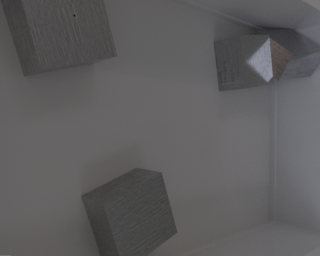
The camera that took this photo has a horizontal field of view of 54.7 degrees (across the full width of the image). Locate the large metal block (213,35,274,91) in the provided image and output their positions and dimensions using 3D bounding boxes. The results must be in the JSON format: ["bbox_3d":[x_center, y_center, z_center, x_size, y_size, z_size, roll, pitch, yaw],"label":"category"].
[{"bbox_3d":[0.137,-0.106,0.504,0.081,0.050,0.079,-14,99,-39],"label":"large metal block"}]

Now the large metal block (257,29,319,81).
[{"bbox_3d":[0.215,-0.128,0.532,0.081,0.080,0.050,-11,136,-27],"label":"large metal block"}]

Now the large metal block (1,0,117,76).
[{"bbox_3d":[-0.099,-0.101,0.307,0.081,0.050,0.080,-21,104,-38],"label":"large metal block"}]

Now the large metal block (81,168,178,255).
[{"bbox_3d":[-0.034,0.102,0.362,0.081,0.050,0.080,-24,105,-38],"label":"large metal block"}]
